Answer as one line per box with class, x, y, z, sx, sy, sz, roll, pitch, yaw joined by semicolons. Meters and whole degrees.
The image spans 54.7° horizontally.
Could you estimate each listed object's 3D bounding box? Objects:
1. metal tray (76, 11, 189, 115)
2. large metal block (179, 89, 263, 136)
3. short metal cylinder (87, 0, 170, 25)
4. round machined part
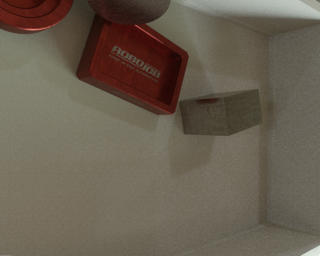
metal tray;-0.027;-0.078;0.381;0.131;0.030;0.090;23;76;-38
large metal block;0.088;-0.023;0.447;0.081;0.080;0.050;-16;100;-39
short metal cylinder;-0.030;-0.148;0.308;0.081;0.080;0.050;13;68;-40
round machined part;-0.133;-0.136;0.283;0.099;0.042;0.097;-3;95;-41
